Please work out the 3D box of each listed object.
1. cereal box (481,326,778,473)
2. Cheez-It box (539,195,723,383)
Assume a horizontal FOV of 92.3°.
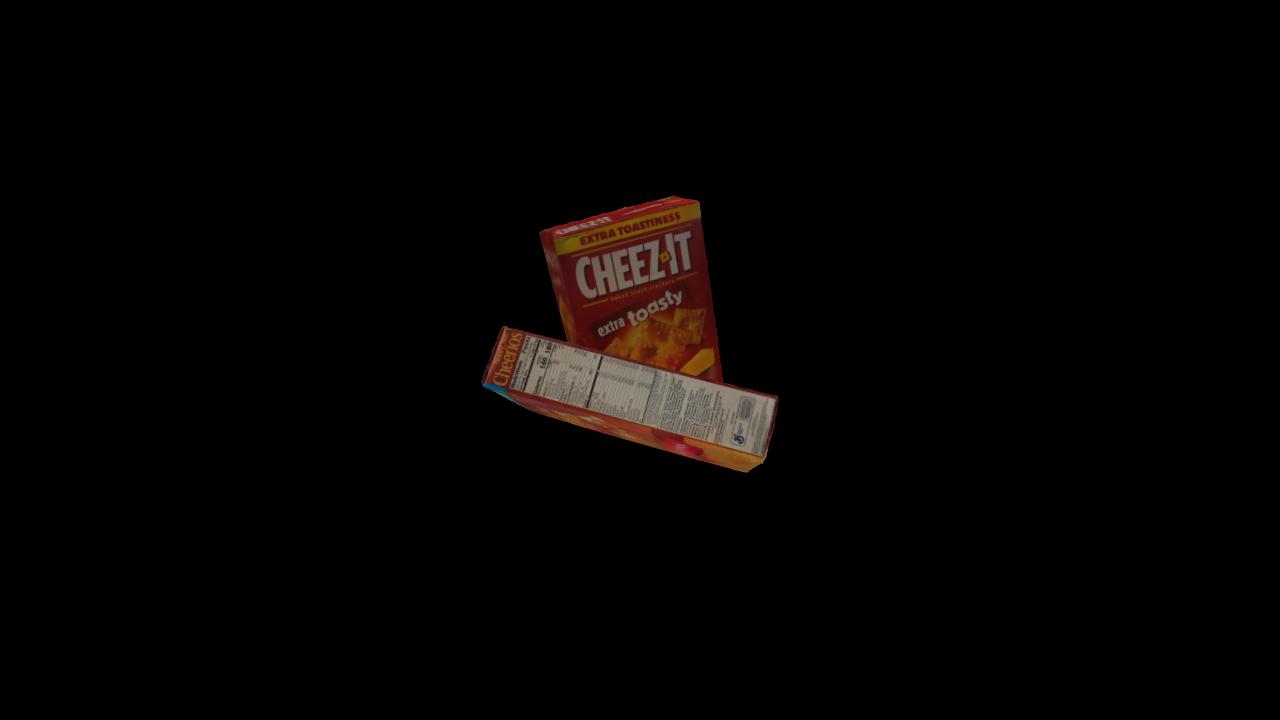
[{"bbox_3d":[-0.006,0.054,0.722,0.306,0.081,0.203,14,-11,8],"label":"cereal box"},{"bbox_3d":[-0.002,-0.056,0.693,0.166,0.223,0.071,-19,24,-17],"label":"Cheez-It box"}]
